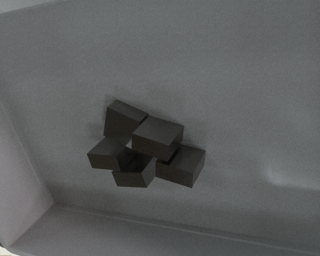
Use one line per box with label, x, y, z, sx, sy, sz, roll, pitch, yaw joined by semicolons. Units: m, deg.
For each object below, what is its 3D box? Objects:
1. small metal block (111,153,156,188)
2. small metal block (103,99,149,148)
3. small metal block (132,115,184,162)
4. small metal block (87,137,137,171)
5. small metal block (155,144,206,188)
small metal block;-0.032;0.060;0.447;0.050;0.050;0.025;-4;117;30
small metal block;-0.048;-0.005;0.431;0.050;0.025;0.050;24;127;13
small metal block;-0.002;0.012;0.401;0.050;0.050;0.025;17;125;18
small metal block;-0.068;0.036;0.451;0.050;0.050;0.025;1;119;28
small metal block;0.028;0.047;0.407;0.050;0.050;0.025;15;124;20
